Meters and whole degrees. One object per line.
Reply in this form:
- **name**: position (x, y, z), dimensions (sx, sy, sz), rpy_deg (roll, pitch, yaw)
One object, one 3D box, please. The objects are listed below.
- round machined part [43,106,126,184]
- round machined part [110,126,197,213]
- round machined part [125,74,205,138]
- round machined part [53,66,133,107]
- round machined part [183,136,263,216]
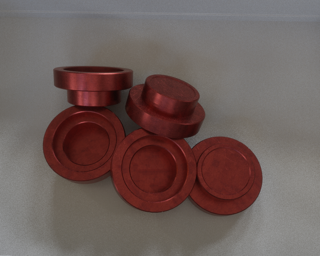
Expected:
- **round machined part**: position (-0.090, 0.022, 0.389), dimensions (0.099, 0.042, 0.098), rpy_deg (0, 70, -1)
- **round machined part**: position (-0.010, 0.050, 0.368), dimensions (0.099, 0.042, 0.098), rpy_deg (3, 76, -13)
- **round machined part**: position (0.010, -0.033, 0.382), dimensions (0.099, 0.042, 0.098), rpy_deg (15, 30, -8)
- **round machined part**: position (-0.084, -0.054, 0.399), dimensions (0.099, 0.098, 0.042), rpy_deg (3, 106, 0)
- **round machined part**: position (0.077, 0.056, 0.379), dimensions (0.099, 0.042, 0.098), rpy_deg (0, 70, -1)
